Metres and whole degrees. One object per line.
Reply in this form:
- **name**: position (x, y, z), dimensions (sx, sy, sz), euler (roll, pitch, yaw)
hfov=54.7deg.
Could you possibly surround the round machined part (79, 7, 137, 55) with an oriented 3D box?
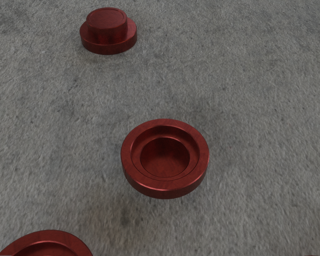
- **round machined part**: position (-0.090, -0.173, 0.536), dimensions (0.099, 0.042, 0.098), euler (0, 50, 0)

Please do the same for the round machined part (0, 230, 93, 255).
- **round machined part**: position (-0.101, 0.144, 0.270), dimensions (0.099, 0.042, 0.098), euler (0, 50, 0)

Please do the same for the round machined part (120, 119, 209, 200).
- **round machined part**: position (0.005, 0.039, 0.360), dimensions (0.099, 0.042, 0.098), euler (0, 50, 0)
